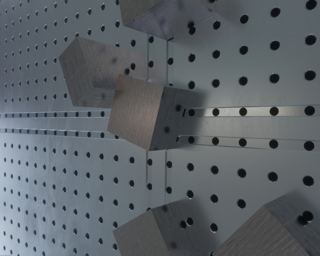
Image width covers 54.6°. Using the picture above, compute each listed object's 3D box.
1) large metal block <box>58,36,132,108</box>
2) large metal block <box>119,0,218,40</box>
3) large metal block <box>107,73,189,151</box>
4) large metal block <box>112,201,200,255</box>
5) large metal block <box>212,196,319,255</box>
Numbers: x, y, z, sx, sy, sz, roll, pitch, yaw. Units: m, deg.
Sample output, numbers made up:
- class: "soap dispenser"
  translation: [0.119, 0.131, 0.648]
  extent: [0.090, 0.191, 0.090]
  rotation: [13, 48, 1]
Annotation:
- class: "large metal block"
  translation: [-0.088, -0.076, 0.448]
  extent: [0.050, 0.081, 0.080]
  rotation: [-33, 70, 35]
- class: "large metal block"
  translation: [0.009, -0.152, 0.367]
  extent: [0.080, 0.081, 0.050]
  rotation: [-17, 79, 39]
- class: "large metal block"
  translation: [-0.018, -0.022, 0.409]
  extent: [0.080, 0.050, 0.080]
  rotation: [22, 104, 38]
- class: "large metal block"
  translation: [-0.005, 0.151, 0.399]
  extent: [0.080, 0.050, 0.080]
  rotation: [-38, 67, 33]
- class: "large metal block"
  translation: [0.113, 0.127, 0.301]
  extent: [0.080, 0.050, 0.080]
  rotation: [50, 119, 28]
